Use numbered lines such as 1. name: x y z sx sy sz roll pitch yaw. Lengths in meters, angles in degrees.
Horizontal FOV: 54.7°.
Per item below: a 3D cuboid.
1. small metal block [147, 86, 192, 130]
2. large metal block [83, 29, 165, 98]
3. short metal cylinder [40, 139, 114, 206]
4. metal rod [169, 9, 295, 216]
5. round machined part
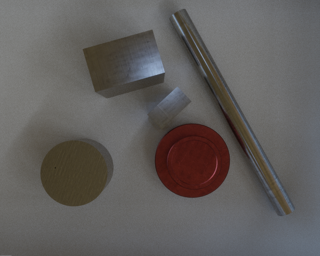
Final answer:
1. small metal block: 0.011 -0.024 0.399 0.050 0.050 0.025 -43 91 0
2. large metal block: -0.040 -0.075 0.383 0.080 0.080 0.050 -16 90 0
3. short metal cylinder: -0.104 0.054 0.398 0.081 0.050 0.079 0 90 -1
4. metal rod: 0.096 -0.020 0.412 0.025 0.025 0.299 -29 90 0
5. round machined part: 0.042 0.043 0.404 0.099 0.042 0.097 0 90 -1
